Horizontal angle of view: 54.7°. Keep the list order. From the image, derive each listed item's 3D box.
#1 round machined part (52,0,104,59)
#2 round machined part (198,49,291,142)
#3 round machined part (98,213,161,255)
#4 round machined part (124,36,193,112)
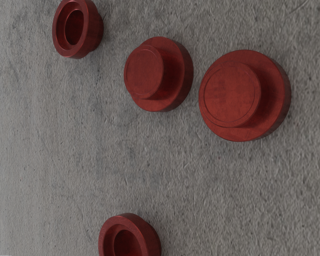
[{"bbox_3d":[-0.129,-0.160,0.501,0.098,0.042,0.097,0,90,40],"label":"round machined part"},{"bbox_3d":[0.081,-0.034,0.327,0.098,0.042,0.097,0,90,40],"label":"round machined part"},{"bbox_3d":[-0.037,0.165,0.425,0.098,0.042,0.097,0,90,40],"label":"round machined part"},{"bbox_3d":[-0.009,-0.070,0.401,0.098,0.042,0.097,0,90,40],"label":"round machined part"}]
